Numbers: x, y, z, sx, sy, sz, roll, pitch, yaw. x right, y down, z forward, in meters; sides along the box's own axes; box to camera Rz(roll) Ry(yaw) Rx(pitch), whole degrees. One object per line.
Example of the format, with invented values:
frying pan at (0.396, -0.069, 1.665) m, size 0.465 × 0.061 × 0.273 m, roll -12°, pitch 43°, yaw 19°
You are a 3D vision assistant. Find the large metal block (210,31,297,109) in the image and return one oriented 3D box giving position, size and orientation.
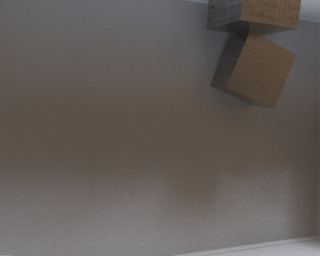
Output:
large metal block at (0.131, -0.081, 0.438) m, size 0.080 × 0.050 × 0.080 m, roll 20°, pitch 93°, yaw -19°

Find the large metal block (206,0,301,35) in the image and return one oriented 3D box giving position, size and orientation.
large metal block at (0.115, -0.150, 0.390) m, size 0.081 × 0.080 × 0.050 m, roll 1°, pitch 99°, yaw -20°
